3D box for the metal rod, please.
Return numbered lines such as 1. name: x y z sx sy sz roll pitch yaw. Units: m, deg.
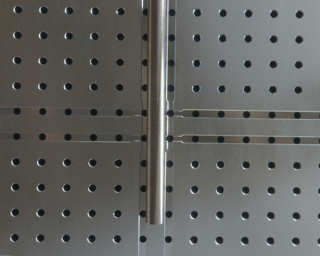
1. metal rod: -0.005 -0.024 0.414 0.025 0.025 0.298 1 90 0
